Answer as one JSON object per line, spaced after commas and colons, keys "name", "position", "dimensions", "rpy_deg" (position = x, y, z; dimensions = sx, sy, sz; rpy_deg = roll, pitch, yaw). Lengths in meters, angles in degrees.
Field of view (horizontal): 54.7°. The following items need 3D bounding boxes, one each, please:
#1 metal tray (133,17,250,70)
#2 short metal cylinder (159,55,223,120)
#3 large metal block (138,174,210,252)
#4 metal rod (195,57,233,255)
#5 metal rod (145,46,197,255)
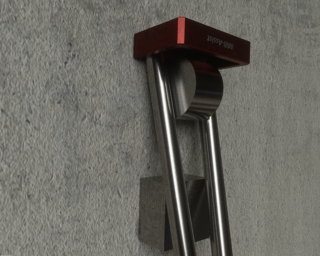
{"name": "metal tray", "position": [0.043, -0.102, 0.401], "dimensions": [0.131, 0.090, 0.030], "rpy_deg": [3, 89, -40]}
{"name": "short metal cylinder", "position": [0.034, -0.050, 0.402], "dimensions": [0.050, 0.080, 0.079], "rpy_deg": [3, 89, -41]}
{"name": "large metal block", "position": [0.020, 0.106, 0.407], "dimensions": [0.081, 0.050, 0.079], "rpy_deg": [2, 89, -40]}
{"name": "metal rod", "position": [0.069, 0.046, 0.405], "dimensions": [0.025, 0.025, 0.299], "rpy_deg": [11, 68, -40]}
{"name": "metal rod", "position": [0.014, 0.043, 0.360], "dimensions": [0.025, 0.025, 0.299], "rpy_deg": [3, 73, -40]}
